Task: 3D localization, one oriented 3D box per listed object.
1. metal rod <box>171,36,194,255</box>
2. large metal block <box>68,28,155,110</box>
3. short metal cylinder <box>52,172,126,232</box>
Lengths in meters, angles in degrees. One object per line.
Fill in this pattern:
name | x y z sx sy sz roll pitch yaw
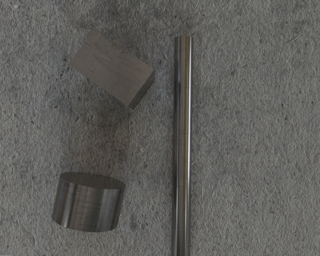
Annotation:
metal rod | 0.029 0.030 0.410 0.025 0.025 0.298 1 90 0
large metal block | -0.054 -0.068 0.382 0.080 0.080 0.050 35 90 0
short metal cylinder | -0.087 0.088 0.382 0.080 0.080 0.050 12 90 0
